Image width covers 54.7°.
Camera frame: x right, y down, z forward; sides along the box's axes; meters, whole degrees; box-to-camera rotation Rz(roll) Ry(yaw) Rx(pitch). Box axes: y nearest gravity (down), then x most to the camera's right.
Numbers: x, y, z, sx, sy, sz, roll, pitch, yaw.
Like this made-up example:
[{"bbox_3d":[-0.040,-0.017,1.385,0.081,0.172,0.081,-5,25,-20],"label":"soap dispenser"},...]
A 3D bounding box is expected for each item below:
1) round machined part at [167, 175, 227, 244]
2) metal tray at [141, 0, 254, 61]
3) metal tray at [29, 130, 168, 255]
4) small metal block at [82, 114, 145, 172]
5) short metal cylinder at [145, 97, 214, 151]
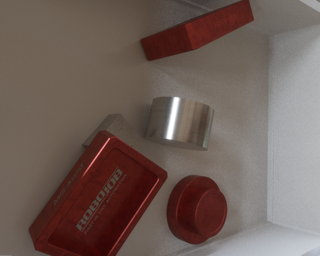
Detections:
[{"bbox_3d":[0.060,0.119,0.449,0.099,0.042,0.097,0,90,-40],"label":"round machined part"},{"bbox_3d":[0.050,-0.130,0.408,0.131,0.090,0.030,-34,111,-35],"label":"metal tray"},{"bbox_3d":[-0.061,0.079,0.332,0.090,0.030,0.130,39,81,-33],"label":"metal tray"},{"bbox_3d":[-0.053,0.019,0.364,0.050,0.025,0.050,53,59,-27],"label":"small metal block"},{"bbox_3d":[0.025,-0.003,0.394,0.080,0.080,0.050,19,78,-39],"label":"short metal cylinder"}]
